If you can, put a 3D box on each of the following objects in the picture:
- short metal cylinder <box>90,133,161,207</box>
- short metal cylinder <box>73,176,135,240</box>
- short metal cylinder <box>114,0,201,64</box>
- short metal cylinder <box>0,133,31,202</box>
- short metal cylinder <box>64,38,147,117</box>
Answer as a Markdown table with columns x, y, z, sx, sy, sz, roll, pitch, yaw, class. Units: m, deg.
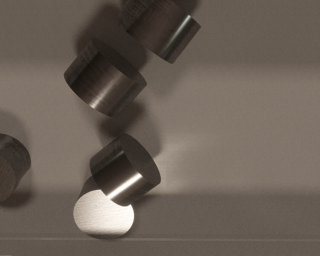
| x | y | z | sx | sy | sz | roll | pitch | yaw | class |
| --- | --- | --- | --- | --- | --- | --- | --- | --- | --- |
| -0.044 | 0.054 | 0.401 | 0.050 | 0.080 | 0.080 | -38 | 106 | 12 | short metal cylinder |
| -0.075 | 0.108 | 0.437 | 0.081 | 0.050 | 0.079 | 0 | 110 | -1 | short metal cylinder |
| -0.002 | -0.115 | 0.340 | 0.080 | 0.080 | 0.050 | 35 | 106 | -12 | short metal cylinder |
| -0.223 | 0.053 | 0.414 | 0.081 | 0.050 | 0.079 | 0 | 110 | -1 | short metal cylinder |
| -0.062 | -0.058 | 0.360 | 0.080 | 0.080 | 0.050 | 39 | 105 | -14 | short metal cylinder |
